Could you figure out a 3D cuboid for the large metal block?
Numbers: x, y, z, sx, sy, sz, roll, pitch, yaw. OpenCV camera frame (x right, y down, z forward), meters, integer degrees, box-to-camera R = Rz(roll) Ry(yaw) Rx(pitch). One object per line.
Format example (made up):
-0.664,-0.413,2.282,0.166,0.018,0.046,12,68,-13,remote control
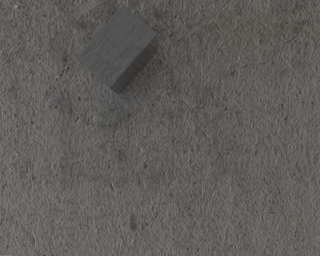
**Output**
-0.048,-0.090,0.382,0.050,0.080,0.080,41,90,0,large metal block
